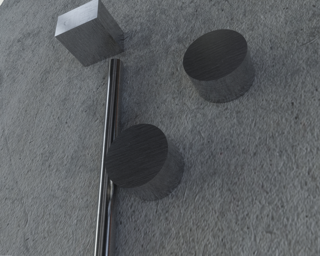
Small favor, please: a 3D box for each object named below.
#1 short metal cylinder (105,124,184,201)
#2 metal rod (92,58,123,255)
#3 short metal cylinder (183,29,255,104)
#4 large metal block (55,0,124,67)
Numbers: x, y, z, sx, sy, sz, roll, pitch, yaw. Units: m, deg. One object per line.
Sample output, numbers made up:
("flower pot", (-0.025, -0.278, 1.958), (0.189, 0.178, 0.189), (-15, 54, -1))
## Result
("short metal cylinder", (-0.017, 0.042, 0.371), (0.080, 0.050, 0.080), (-13, 56, 21))
("metal rod", (-0.067, 0.022, 0.425), (0.025, 0.025, 0.299), (-15, 55, 20))
("short metal cylinder", (0.076, -0.078, 0.396), (0.080, 0.050, 0.080), (-13, 56, 21))
("large metal block", (-0.117, -0.159, 0.528), (0.080, 0.080, 0.050), (-17, 55, 18))
